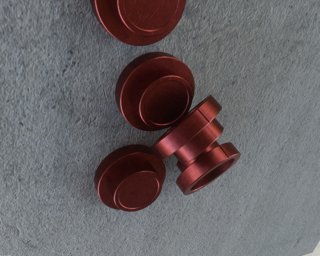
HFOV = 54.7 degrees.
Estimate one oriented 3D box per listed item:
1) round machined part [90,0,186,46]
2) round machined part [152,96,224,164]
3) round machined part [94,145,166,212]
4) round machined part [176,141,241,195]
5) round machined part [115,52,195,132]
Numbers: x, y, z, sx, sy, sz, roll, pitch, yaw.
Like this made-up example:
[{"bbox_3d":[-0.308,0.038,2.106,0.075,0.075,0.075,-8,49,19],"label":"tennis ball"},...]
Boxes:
[{"bbox_3d":[-0.016,-0.130,0.307,0.099,0.042,0.097,-14,124,-21],"label":"round machined part"},{"bbox_3d":[0.039,0.007,0.383,0.098,0.098,0.042,-41,91,0],"label":"round machined part"},{"bbox_3d":[-0.036,0.075,0.422,0.099,0.042,0.097,-14,124,-21],"label":"round machined part"},{"bbox_3d":[0.063,0.050,0.444,0.099,0.042,0.098,-30,158,-13],"label":"round machined part"},{"bbox_3d":[0.000,-0.038,0.372,0.099,0.042,0.097,-14,124,-21],"label":"round machined part"}]
